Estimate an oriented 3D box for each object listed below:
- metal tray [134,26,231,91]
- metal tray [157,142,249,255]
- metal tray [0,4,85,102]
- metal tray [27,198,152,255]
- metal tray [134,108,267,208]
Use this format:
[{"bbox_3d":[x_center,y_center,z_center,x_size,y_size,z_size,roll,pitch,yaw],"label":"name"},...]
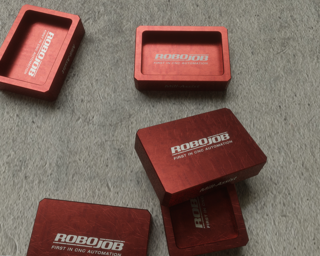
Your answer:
[{"bbox_3d":[0.031,-0.099,0.441,0.131,0.030,0.090,0,70,0],"label":"metal tray"},{"bbox_3d":[0.044,0.082,0.375,0.091,0.030,0.130,-9,70,-4],"label":"metal tray"},{"bbox_3d":[-0.173,-0.109,0.443,0.090,0.030,0.130,14,70,5],"label":"metal tray"},{"bbox_3d":[-0.079,0.134,0.356,0.131,0.030,0.090,6,70,2],"label":"metal tray"},{"bbox_3d":[0.046,0.029,0.365,0.131,0.030,0.090,-14,54,-21],"label":"metal tray"}]
